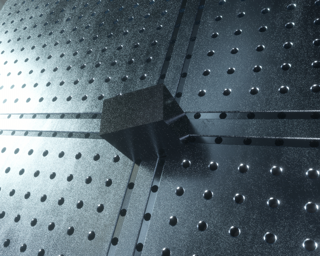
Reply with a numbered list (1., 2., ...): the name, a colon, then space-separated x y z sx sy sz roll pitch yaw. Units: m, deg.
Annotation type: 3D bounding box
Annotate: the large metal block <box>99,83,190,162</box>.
1. large metal block: -0.016 -0.003 0.384 0.080 0.080 0.050 -13 56 21
